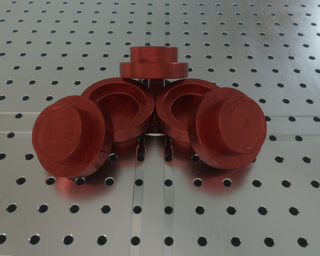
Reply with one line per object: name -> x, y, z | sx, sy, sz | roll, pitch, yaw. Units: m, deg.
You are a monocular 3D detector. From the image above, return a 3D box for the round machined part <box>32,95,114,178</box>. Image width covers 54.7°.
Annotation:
round machined part -> -0.107, 0.008, 0.358 | 0.098, 0.042, 0.098 | -5, 76, 21

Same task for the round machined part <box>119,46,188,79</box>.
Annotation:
round machined part -> -0.009, -0.094, 0.442 | 0.099, 0.042, 0.098 | 0, 12, 0

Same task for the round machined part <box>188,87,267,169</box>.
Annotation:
round machined part -> 0.085, -0.001, 0.364 | 0.099, 0.042, 0.097 | 5, 79, -25

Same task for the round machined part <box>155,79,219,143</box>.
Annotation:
round machined part -> 0.043, -0.018, 0.412 | 0.099, 0.042, 0.098 | 0, 50, 0

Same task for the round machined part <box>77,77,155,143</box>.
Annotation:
round machined part -> -0.056, -0.019, 0.411 | 0.099, 0.042, 0.098 | 0, 50, 0
